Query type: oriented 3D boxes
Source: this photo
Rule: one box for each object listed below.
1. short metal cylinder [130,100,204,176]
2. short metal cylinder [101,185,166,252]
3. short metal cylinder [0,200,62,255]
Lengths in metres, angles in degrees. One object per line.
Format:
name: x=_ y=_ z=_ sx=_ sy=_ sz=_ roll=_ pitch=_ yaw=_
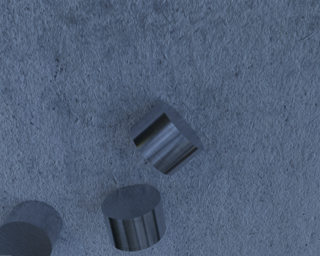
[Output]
short metal cylinder: x=0.009 y=0.012 z=0.385 sx=0.050 sy=0.080 sz=0.080 roll=-41 pitch=105 yaw=14
short metal cylinder: x=-0.035 y=0.120 z=0.424 sx=0.080 sy=0.080 sz=0.050 roll=-8 pitch=110 yaw=3
short metal cylinder: x=-0.190 y=0.154 z=0.451 sx=0.081 sy=0.050 sz=0.079 roll=0 pitch=110 yaw=0
